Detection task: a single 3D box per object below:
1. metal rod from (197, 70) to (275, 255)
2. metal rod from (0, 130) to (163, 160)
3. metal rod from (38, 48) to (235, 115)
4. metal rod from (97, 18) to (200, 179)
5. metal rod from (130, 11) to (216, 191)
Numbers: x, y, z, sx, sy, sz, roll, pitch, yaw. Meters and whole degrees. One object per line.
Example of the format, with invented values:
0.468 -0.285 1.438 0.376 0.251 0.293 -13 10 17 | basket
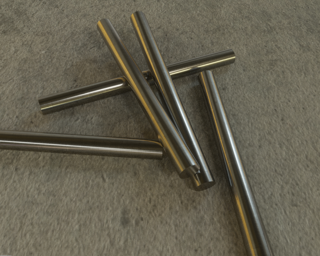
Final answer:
0.085 0.037 0.373 0.025 0.025 0.300 -5 50 -4 | metal rod
-0.147 0.018 0.386 0.302 0.025 0.025 4 50 2 | metal rod
-0.024 -0.073 0.464 0.302 0.025 0.025 -17 52 -15 | metal rod
-0.029 -0.060 0.420 0.025 0.025 0.299 -19 54 -16 | metal rod
0.008 -0.056 0.424 0.025 0.025 0.299 -13 59 -11 | metal rod
